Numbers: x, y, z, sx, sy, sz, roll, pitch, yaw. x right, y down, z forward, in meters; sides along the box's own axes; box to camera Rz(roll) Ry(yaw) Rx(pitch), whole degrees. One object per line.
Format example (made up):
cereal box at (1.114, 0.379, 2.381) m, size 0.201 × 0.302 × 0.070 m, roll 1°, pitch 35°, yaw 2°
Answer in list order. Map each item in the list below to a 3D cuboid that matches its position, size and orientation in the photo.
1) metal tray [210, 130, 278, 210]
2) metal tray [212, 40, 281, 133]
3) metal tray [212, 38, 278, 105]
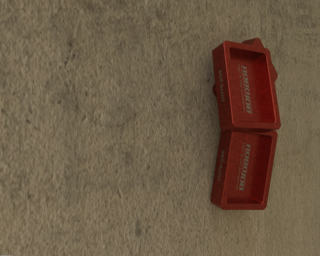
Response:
metal tray at (0.135, 0.063, 0.493) m, size 0.091 × 0.030 × 0.129 m, roll 7°, pitch 92°, yaw -25°
metal tray at (0.129, -0.060, 0.464) m, size 0.091 × 0.030 × 0.129 m, roll 2°, pitch 77°, yaw -26°
metal tray at (0.149, -0.079, 0.530) m, size 0.090 × 0.030 × 0.130 m, roll 50°, pitch 60°, yaw -28°
